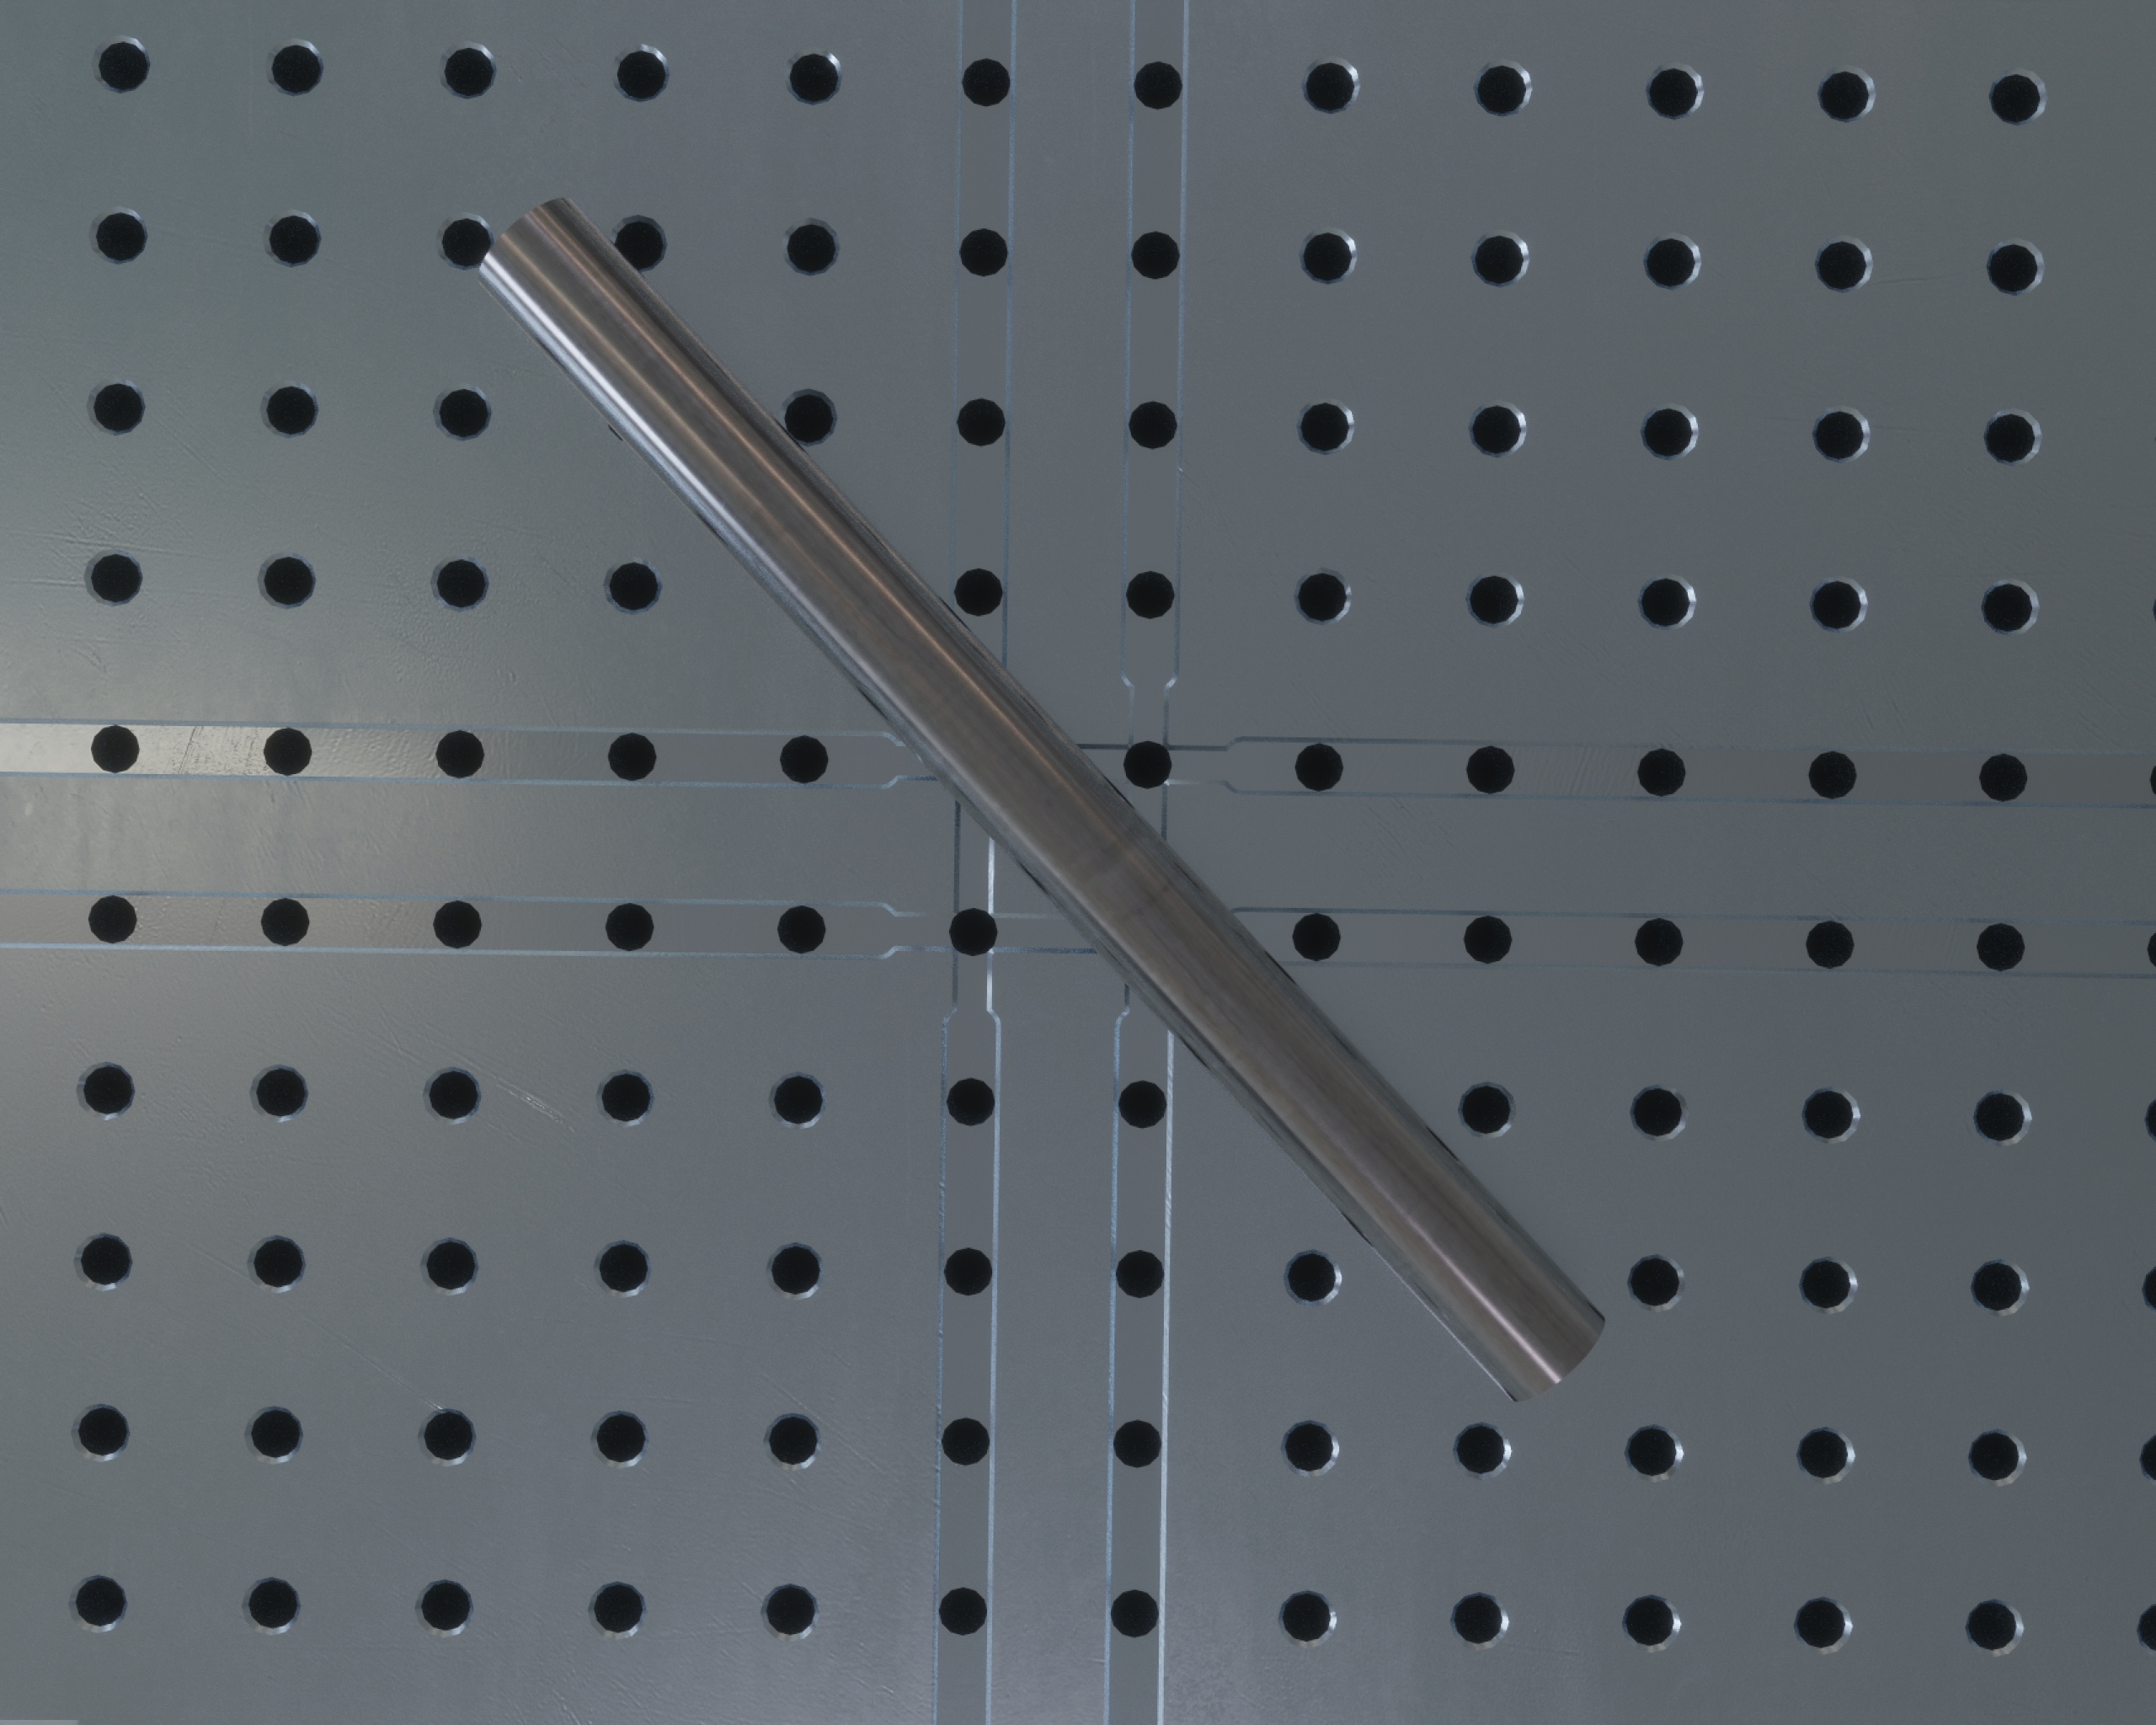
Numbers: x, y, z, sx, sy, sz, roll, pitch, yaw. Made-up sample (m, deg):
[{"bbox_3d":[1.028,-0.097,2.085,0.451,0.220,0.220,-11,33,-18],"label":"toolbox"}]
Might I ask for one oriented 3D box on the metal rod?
[{"bbox_3d":[-0.007,-0.012,0.414,0.025,0.025,0.300,-43,90,0],"label":"metal rod"}]
